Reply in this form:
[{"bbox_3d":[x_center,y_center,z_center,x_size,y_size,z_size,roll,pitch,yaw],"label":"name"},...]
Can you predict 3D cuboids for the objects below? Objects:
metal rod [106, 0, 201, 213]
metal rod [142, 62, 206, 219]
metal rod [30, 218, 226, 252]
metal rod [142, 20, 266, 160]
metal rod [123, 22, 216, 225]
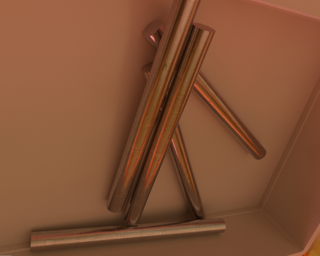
[{"bbox_3d":[-0.018,-0.009,0.368,0.025,0.025,0.298,2,125,-30],"label":"metal rod"},{"bbox_3d":[0.029,0.042,0.449,0.025,0.025,0.299,-28,128,-11],"label":"metal rod"},{"bbox_3d":[-0.033,0.158,0.469,0.302,0.025,0.025,4,117,-24],"label":"metal rod"},{"bbox_3d":[0.080,-0.032,0.431,0.025,0.025,0.301,-46,129,4],"label":"metal rod"},{"bbox_3d":[0.001,0.017,0.392,0.025,0.025,0.298,1,126,-29],"label":"metal rod"}]
